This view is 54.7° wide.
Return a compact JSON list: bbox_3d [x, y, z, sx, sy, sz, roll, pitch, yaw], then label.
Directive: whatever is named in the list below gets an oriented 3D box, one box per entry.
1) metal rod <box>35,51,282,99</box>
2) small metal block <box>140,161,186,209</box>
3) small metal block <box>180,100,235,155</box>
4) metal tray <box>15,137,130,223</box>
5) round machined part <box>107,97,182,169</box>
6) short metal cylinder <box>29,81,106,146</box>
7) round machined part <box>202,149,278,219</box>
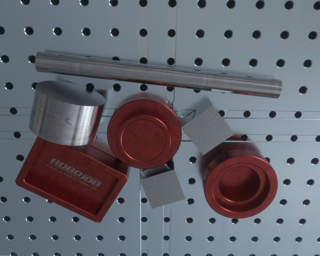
[{"bbox_3d":[0.001,-0.066,0.388,0.302,0.025,0.025,6,110,-3],"label":"metal rod"},{"bbox_3d":[0.004,0.082,0.444,0.050,0.025,0.050,-18,109,6],"label":"small metal block"},{"bbox_3d":[0.062,-0.001,0.414,0.050,0.025,0.050,-36,106,12],"label":"small metal block"},{"bbox_3d":[-0.120,0.066,0.434,0.131,0.030,0.090,29,108,-10],"label":"metal tray"},{"bbox_3d":[-0.021,0.010,0.407,0.099,0.042,0.097,0,107,0],"label":"round machined part"},{"bbox_3d":[-0.112,-0.020,0.376,0.080,0.080,0.050,17,109,-6],"label":"short metal cylinder"},{"bbox_3d":[0.108,0.073,0.432,0.099,0.042,0.097,0,110,0],"label":"round machined part"}]
